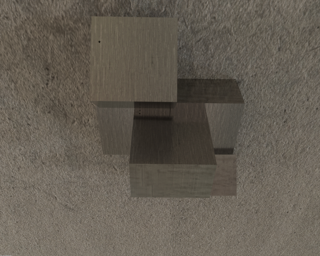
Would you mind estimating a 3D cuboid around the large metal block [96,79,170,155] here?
[{"bbox_3d":[-0.030,-0.013,0.379,0.081,0.050,0.079,1,130,-1],"label":"large metal block"}]

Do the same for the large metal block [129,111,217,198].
[{"bbox_3d":[0.011,0.026,0.330,0.081,0.080,0.050,1,130,-1],"label":"large metal block"}]

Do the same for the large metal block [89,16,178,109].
[{"bbox_3d":[-0.024,-0.063,0.311,0.081,0.050,0.080,1,86,-1],"label":"large metal block"}]

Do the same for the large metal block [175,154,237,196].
[{"bbox_3d":[0.052,0.060,0.416,0.081,0.080,0.050,0,86,-1],"label":"large metal block"}]

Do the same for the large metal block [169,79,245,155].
[{"bbox_3d":[0.051,-0.013,0.380,0.081,0.050,0.079,1,130,-1],"label":"large metal block"}]
